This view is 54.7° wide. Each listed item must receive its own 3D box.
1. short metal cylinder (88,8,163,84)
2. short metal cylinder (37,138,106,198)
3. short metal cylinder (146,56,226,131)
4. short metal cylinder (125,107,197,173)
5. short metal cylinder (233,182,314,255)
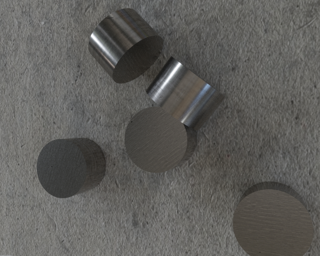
[{"bbox_3d":[-0.043,-0.103,0.395,0.080,0.080,0.050,-44,76,15],"label":"short metal cylinder"},{"bbox_3d":[-0.125,0.054,0.440,0.080,0.050,0.080,0,90,20],"label":"short metal cylinder"},{"bbox_3d":[0.031,-0.041,0.369,0.080,0.080,0.050,40,103,15],"label":"short metal cylinder"},{"bbox_3d":[0.002,0.014,0.395,0.080,0.050,0.080,0,90,20],"label":"short metal cylinder"},{"bbox_3d":[0.127,0.105,0.351,0.080,0.050,0.080,0,90,20],"label":"short metal cylinder"}]
